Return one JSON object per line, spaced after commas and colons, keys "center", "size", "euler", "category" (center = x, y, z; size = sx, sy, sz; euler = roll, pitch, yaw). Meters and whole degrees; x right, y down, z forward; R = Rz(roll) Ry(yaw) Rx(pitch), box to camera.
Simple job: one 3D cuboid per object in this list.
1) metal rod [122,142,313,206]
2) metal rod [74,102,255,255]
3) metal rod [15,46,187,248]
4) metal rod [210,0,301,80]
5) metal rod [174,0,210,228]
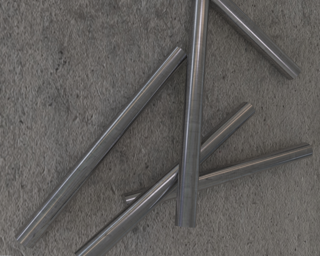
{"center": [0.095, 0.065, 0.443], "size": [0.302, 0.025, 0.025], "euler": [-12, 94, -20], "category": "metal rod"}
{"center": [0.022, 0.058, 0.396], "size": [0.301, 0.025, 0.025], "euler": [-39, 103, -24], "category": "metal rod"}
{"center": [-0.064, 0.014, 0.385], "size": [0.025, 0.025, 0.300], "euler": [42, 77, -15], "category": "metal rod"}
{"center": [0.095, -0.171, 0.443], "size": [0.301, 0.025, 0.025], "euler": [37, 78, -16], "category": "metal rod"}
{"center": [0.043, -0.030, 0.394], "size": [0.025, 0.025, 0.299], "euler": [10, 75, -20], "category": "metal rod"}
